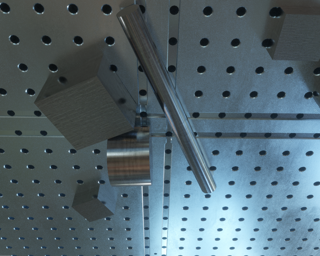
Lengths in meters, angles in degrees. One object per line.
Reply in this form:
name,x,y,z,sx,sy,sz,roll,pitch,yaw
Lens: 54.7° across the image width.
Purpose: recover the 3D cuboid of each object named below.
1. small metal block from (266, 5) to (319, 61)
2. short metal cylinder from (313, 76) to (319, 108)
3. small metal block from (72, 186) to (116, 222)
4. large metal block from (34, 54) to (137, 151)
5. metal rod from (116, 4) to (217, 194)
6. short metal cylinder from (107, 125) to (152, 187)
small metal block,0.147,-0.100,0.328,0.050,0.025,0.050,1,130,-2
short metal cylinder,0.232,-0.038,0.365,0.081,0.050,0.079,0,130,0
small metal block,-0.110,0.128,0.520,0.050,0.025,0.050,-21,127,17
large metal block,-0.084,-0.029,0.369,0.080,0.050,0.080,-20,127,16
metal rod,0.022,-0.012,0.401,0.025,0.025,0.299,-17,128,14
short metal cylinder,-0.037,0.036,0.406,0.050,0.080,0.079,-2,130,1
